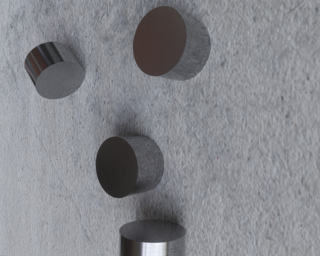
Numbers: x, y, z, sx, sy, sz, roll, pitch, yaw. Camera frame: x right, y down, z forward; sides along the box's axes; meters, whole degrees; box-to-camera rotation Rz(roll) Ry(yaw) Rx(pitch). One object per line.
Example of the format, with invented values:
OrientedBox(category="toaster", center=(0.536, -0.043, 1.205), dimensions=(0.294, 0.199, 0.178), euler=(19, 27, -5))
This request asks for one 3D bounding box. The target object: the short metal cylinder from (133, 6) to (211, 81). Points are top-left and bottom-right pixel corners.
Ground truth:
OrientedBox(category="short metal cylinder", center=(0.014, -0.100, 0.376), dimensions=(0.080, 0.050, 0.079), euler=(0, 90, 39))

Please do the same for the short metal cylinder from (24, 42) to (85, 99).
OrientedBox(category="short metal cylinder", center=(-0.172, -0.093, 0.508), dimensions=(0.080, 0.081, 0.050), euler=(-51, 61, 28))

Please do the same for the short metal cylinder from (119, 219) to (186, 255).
OrientedBox(category="short metal cylinder", center=(-0.009, 0.148, 0.375), dimensions=(0.080, 0.081, 0.050), euler=(2, 92, 39))

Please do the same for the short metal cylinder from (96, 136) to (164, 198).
OrientedBox(category="short metal cylinder", center=(-0.042, 0.051, 0.421), dimensions=(0.080, 0.050, 0.079), euler=(0, 90, 39))
